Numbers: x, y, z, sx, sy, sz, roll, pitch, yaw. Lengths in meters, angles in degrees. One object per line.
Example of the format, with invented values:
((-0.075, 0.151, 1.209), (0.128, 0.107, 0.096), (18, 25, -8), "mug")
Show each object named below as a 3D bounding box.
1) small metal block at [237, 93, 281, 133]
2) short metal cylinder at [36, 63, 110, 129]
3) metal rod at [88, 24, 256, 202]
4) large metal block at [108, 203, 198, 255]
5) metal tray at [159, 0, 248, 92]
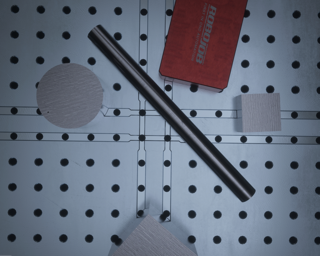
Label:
((0.132, -0.020, 0.415), (0.050, 0.025, 0.050), (-2, 90, -1), "small metal block")
((-0.109, -0.039, 0.399), (0.081, 0.050, 0.079), (0, 90, -1), "short metal cylinder")
((0.016, -0.019, 0.413), (0.025, 0.025, 0.300), (-43, 91, 0), "metal rod")
((-0.010, 0.160, 0.401), (0.080, 0.050, 0.080), (41, 90, -1), "large metal block")
((0.056, -0.121, 0.412), (0.091, 0.030, 0.129), (13, 90, -1), "metal tray")
